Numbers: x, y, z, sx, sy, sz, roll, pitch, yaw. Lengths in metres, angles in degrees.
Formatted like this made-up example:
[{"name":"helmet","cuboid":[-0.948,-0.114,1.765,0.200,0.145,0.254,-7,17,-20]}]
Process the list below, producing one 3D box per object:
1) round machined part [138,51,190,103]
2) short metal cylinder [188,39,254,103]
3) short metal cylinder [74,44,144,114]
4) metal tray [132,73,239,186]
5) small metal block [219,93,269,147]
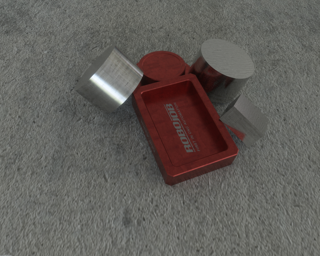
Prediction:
[{"name":"round machined part","cuboid":[0.003,-0.078,0.460,0.099,0.042,0.098,0,50,0]},{"name":"short metal cylinder","cuboid":[0.086,-0.082,0.445,0.081,0.050,0.080,11,50,-14]},{"name":"short metal cylinder","cuboid":[-0.068,-0.065,0.414,0.050,0.080,0.080,41,48,-24]},{"name":"metal tray","cuboid":[0.027,-0.003,0.390,0.091,0.030,0.130,-17,62,-14]},{"name":"small metal block","cuboid":[0.108,-0.011,0.392,0.050,0.025,0.050,45,34,1]}]
